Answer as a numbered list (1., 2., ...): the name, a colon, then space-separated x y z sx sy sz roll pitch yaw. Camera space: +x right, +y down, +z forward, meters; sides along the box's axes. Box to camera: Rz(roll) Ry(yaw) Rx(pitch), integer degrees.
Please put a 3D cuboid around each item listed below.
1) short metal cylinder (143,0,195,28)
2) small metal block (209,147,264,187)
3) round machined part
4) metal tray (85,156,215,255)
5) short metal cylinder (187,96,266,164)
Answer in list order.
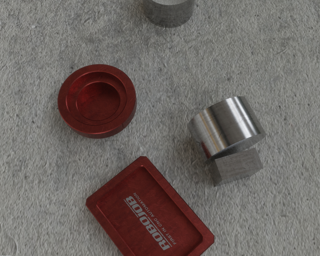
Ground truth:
1. short metal cylinder: 0.013 -0.200 0.468 0.081 0.050 0.080 0 70 0
2. small metal block: 0.091 0.049 0.378 0.050 0.050 0.025 -16 71 -6
3. round machined part: -0.080 -0.032 0.410 0.099 0.042 0.098 0 70 0
4. metal tray: -0.012 0.109 0.365 0.090 0.030 0.130 -38 75 -13
5. short metal cylinder: 0.080 0.004 0.378 0.080 0.080 0.050 -22 72 -8
